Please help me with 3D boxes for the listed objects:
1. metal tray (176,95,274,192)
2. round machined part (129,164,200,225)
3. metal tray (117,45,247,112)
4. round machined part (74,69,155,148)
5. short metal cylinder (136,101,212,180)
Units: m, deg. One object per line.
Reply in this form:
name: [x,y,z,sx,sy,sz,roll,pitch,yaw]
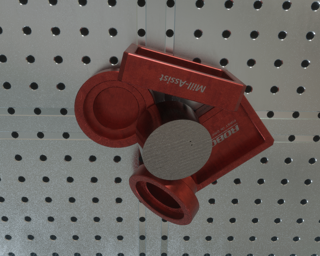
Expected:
metal tray: [0.072,0.017,0.417,0.130,0.030,0.090,-35,107,11]
round machined part: [0.010,0.082,0.416,0.098,0.042,0.097,26,145,20]
metal tray: [0.023,-0.061,0.356,0.131,0.090,0.030,14,110,-6]
round machined part: [-0.054,-0.027,0.394,0.099,0.042,0.097,0,110,-1]
short metal cylinder: [0.015,0.014,0.366,0.081,0.050,0.079,-6,120,-11]
